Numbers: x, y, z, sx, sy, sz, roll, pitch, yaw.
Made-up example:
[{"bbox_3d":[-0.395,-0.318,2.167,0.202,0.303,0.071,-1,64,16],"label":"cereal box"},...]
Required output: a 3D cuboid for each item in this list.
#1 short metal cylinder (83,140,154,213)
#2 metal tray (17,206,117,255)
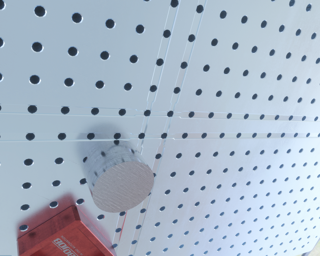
[{"bbox_3d":[-0.055,0.063,0.404,0.081,0.050,0.079,-14,124,-21],"label":"short metal cylinder"},{"bbox_3d":[-0.128,0.180,0.449,0.090,0.030,0.130,-32,129,-8],"label":"metal tray"}]
